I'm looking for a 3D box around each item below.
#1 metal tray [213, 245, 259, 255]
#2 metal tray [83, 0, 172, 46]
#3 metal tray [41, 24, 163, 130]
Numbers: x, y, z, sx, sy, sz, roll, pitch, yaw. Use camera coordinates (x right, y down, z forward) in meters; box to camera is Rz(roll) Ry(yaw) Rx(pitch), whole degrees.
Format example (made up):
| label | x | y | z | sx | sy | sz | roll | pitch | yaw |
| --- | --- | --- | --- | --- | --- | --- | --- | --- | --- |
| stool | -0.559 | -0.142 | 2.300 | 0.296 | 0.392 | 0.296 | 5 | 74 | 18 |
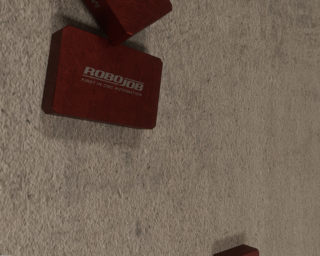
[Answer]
| label | x | y | z | sx | sy | sz | roll | pitch | yaw |
| --- | --- | --- | --- | --- | --- | --- | --- | --- | --- |
| metal tray | 0.124 | 0.268 | 0.509 | 0.091 | 0.030 | 0.129 | 3 | 88 | -40 |
| metal tray | -0.051 | -0.167 | 0.339 | 0.130 | 0.030 | 0.090 | 56 | 49 | -15 |
| metal tray | -0.059 | -0.051 | 0.353 | 0.131 | 0.030 | 0.089 | 10 | 84 | -40 |
